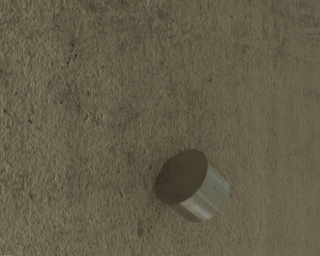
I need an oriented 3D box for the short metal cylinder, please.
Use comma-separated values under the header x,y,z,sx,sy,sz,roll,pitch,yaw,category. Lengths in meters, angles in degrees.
x,y,z,sx,sy,sz,roll,pitch,yaw,category
0.042,0.074,0.404,0.050,0.080,0.080,44,64,-32,short metal cylinder
